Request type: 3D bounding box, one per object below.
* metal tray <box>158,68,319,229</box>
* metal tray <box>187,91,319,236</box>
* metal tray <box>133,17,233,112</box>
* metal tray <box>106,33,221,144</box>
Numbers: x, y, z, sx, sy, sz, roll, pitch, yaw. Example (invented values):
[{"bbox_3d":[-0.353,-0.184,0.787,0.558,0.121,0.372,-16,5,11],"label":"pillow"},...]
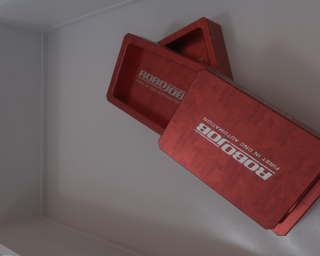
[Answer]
[{"bbox_3d":[0.072,0.016,0.283,0.130,0.030,0.089,36,112,19],"label":"metal tray"},{"bbox_3d":[0.100,0.030,0.315,0.130,0.030,0.089,41,115,28],"label":"metal tray"},{"bbox_3d":[0.021,-0.066,0.386,0.130,0.030,0.090,-18,79,38],"label":"metal tray"},{"bbox_3d":[-0.002,-0.049,0.365,0.130,0.030,0.089,32,111,34],"label":"metal tray"}]
